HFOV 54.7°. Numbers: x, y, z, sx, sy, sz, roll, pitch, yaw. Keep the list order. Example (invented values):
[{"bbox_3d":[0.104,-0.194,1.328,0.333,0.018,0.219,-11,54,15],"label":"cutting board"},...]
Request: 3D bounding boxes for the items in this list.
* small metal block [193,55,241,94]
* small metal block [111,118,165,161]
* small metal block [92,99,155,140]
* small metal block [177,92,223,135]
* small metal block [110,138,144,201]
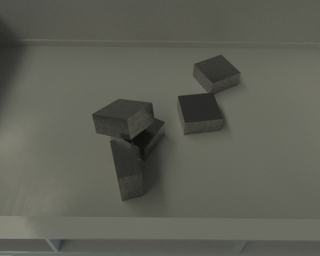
[{"bbox_3d":[0.086,-0.082,0.475,0.050,0.025,0.050,-22,54,-18],"label":"small metal block"},{"bbox_3d":[-0.028,0.008,0.398,0.050,0.025,0.050,24,54,18],"label":"small metal block"},{"bbox_3d":[-0.042,-0.012,0.366,0.050,0.025,0.050,9,30,30],"label":"small metal block"},{"bbox_3d":[0.053,-0.020,0.423,0.050,0.025,0.050,-6,50,-6],"label":"small metal block"},{"bbox_3d":[-0.037,0.046,0.350,0.025,0.050,0.050,-11,51,-10],"label":"small metal block"}]
